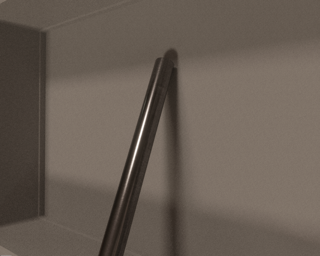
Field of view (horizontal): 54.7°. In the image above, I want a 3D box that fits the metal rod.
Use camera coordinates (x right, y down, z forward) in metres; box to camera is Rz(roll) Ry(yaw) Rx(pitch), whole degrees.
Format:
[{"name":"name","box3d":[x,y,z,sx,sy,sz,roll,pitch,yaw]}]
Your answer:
[{"name":"metal rod","box3d":[-0.030,0.051,0.350,0.025,0.025,0.299,-3,63,39]}]
